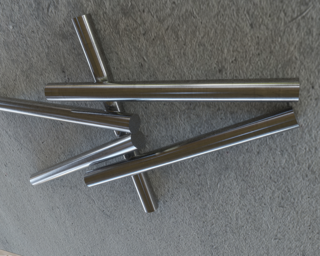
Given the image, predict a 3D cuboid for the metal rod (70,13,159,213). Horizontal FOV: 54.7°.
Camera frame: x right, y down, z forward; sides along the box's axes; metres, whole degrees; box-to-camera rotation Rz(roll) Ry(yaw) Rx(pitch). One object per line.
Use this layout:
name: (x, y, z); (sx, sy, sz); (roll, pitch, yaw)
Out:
metal rod: (-0.055, -0.005, 0.433); (0.025, 0.025, 0.298); (-3, 117, 29)

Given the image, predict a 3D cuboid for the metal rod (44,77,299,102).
metal rod: (-0.003, -0.043, 0.361); (0.301, 0.025, 0.025); (2, 120, 19)

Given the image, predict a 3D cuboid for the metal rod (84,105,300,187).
metal rod: (0.019, 0.032, 0.397); (0.300, 0.025, 0.025); (-20, 108, 28)

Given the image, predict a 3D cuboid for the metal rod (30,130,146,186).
metal rod: (-0.132, 0.056, 0.492); (0.299, 0.025, 0.025); (-22, 107, 41)

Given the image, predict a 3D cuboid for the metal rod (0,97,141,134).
metal rod: (-0.160, -0.025, 0.457); (0.300, 0.025, 0.025); (9, 122, 30)
